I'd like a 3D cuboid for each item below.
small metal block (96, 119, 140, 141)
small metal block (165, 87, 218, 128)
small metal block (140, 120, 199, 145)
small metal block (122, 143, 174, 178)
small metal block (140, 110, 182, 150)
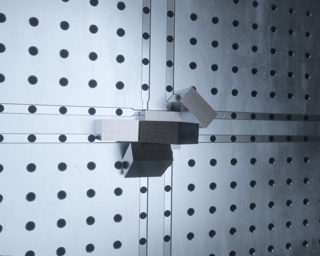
[{"bbox_3d":[-0.050,0.003,0.380,0.050,0.050,0.025,2,90,-19],"label":"small metal block"},{"bbox_3d":[0.041,-0.026,0.414,0.050,0.050,0.025,45,76,-15],"label":"small metal block"},{"bbox_3d":[0.012,0.005,0.366,0.050,0.050,0.025,3,89,-57],"label":"small metal block"},{"bbox_3d":[-0.017,0.041,0.390,0.050,0.050,0.025,1,58,-20],"label":"small metal block"},{"bbox_3d":[0.000,0.003,0.412,0.050,0.025,0.050,2,89,-21],"label":"small metal block"}]
